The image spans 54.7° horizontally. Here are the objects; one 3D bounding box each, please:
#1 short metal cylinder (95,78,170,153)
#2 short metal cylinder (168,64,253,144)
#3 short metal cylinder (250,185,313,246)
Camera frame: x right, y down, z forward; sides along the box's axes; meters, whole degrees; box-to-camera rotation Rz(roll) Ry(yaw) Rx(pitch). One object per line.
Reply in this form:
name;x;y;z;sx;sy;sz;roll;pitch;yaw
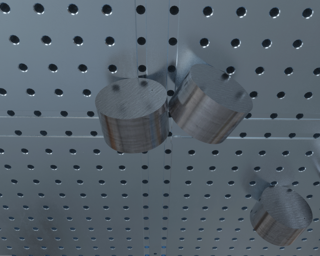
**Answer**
short metal cylinder;-0.030;-0.016;0.361;0.080;0.080;0.050;-3;130;2
short metal cylinder;0.057;-0.028;0.352;0.080;0.080;0.050;21;127;-17
short metal cylinder;0.192;0.139;0.496;0.081;0.080;0.050;8;130;-7
